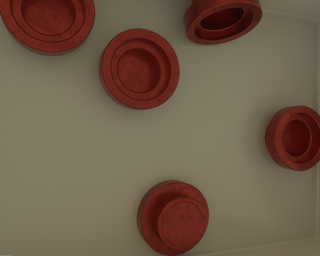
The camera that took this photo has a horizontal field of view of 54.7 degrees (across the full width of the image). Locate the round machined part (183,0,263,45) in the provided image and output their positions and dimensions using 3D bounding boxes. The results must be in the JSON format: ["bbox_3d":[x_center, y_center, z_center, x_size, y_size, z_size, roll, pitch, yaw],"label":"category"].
[{"bbox_3d":[0.079,-0.152,0.404,0.099,0.098,0.042,-5,76,-20],"label":"round machined part"}]

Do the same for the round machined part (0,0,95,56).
[{"bbox_3d":[-0.127,-0.131,0.355,0.099,0.042,0.097,0,90,-21],"label":"round machined part"}]

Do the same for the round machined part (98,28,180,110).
[{"bbox_3d":[-0.028,-0.071,0.392,0.099,0.042,0.097,0,90,-21],"label":"round machined part"}]

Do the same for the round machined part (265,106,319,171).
[{"bbox_3d":[0.204,0.015,0.479,0.099,0.042,0.097,0,90,-21],"label":"round machined part"}]

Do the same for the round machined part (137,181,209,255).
[{"bbox_3d":[0.022,0.121,0.411,0.099,0.042,0.097,0,90,-21],"label":"round machined part"}]
